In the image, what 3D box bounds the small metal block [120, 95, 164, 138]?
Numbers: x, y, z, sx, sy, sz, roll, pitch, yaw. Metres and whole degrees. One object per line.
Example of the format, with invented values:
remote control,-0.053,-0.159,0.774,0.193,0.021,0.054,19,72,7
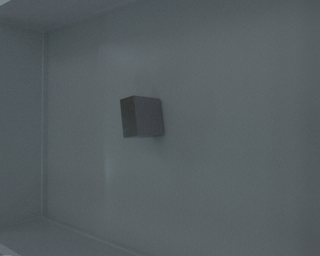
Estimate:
small metal block,-0.023,-0.014,0.406,0.025,0.050,0.050,-11,82,40
